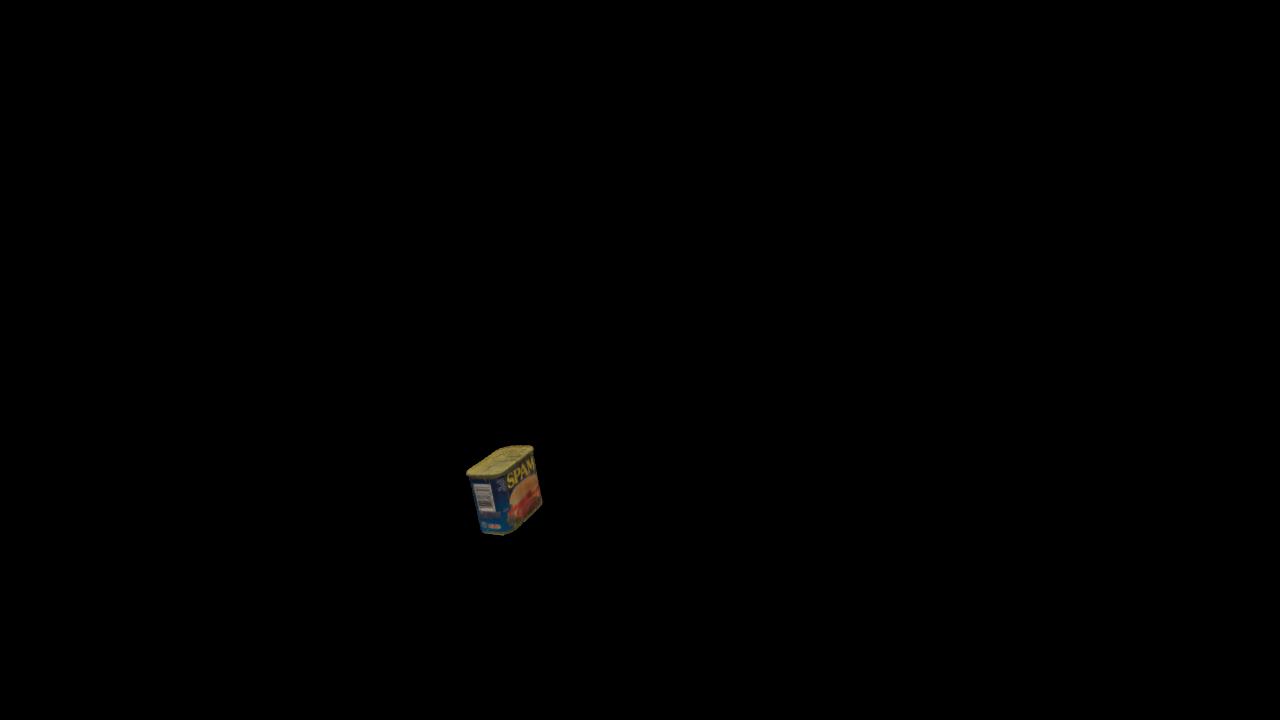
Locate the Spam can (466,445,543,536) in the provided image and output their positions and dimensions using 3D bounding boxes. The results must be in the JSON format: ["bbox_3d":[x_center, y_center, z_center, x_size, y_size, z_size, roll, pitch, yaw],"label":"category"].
[{"bbox_3d":[-0.177,0.171,0.816,0.058,0.085,0.101,-3,13,22],"label":"Spam can"}]
